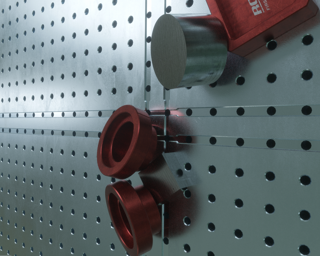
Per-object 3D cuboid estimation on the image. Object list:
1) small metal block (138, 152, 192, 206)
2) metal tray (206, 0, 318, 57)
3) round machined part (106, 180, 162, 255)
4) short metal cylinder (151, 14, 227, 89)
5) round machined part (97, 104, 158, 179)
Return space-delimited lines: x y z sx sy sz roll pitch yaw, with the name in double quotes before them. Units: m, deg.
"small metal block" 0.006 0.067 0.403 0.050 0.025 0.050 -42 65 31
"metal tray" 0.093 -0.154 0.327 0.090 0.030 0.129 -28 73 36
"round machined part" -0.033 0.114 0.407 0.098 0.042 0.097 41 140 47
"short metal cylinder" 0.030 -0.086 0.348 0.080 0.050 0.079 34 129 56
"round machined part" -0.041 0.021 0.415 0.098 0.042 0.098 -29 50 42
